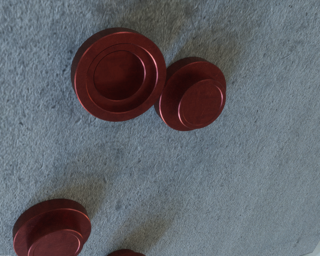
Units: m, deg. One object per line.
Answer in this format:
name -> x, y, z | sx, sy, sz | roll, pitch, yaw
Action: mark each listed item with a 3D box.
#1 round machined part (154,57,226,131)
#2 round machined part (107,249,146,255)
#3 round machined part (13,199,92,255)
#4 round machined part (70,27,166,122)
round machined part -> 0.044, -0.038, 0.397 | 0.099, 0.042, 0.097 | -14, 124, -21
round machined part -> -0.063, 0.239, 0.509 | 0.099, 0.042, 0.097 | -14, 124, -21
round machined part -> -0.139, 0.145, 0.409 | 0.099, 0.042, 0.097 | -14, 124, -21
round machined part -> -0.046, -0.059, 0.334 | 0.099, 0.042, 0.097 | -14, 124, -21
